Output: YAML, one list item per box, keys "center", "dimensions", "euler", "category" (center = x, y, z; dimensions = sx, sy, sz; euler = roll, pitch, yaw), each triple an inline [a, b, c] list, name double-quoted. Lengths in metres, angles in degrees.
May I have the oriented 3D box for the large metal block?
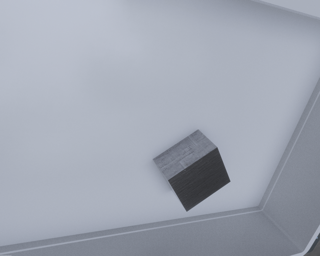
- center: [0.048, 0.063, 0.457]
  dimensions: [0.080, 0.050, 0.080]
  euler: [-33, 129, -7]
  category: "large metal block"
